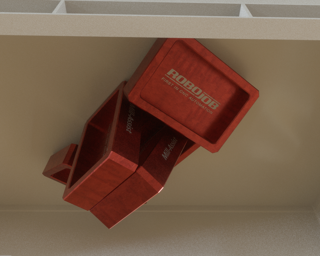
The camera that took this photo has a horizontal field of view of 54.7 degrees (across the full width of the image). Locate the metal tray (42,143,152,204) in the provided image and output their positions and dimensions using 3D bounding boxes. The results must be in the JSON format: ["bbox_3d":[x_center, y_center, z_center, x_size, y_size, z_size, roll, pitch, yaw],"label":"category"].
[{"bbox_3d":[-0.089,0.073,0.442,0.130,0.030,0.090,32,147,-25],"label":"metal tray"}]

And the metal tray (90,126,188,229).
[{"bbox_3d":[-0.018,0.048,0.363,0.030,0.131,0.090,45,119,-5],"label":"metal tray"}]

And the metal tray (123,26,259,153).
[{"bbox_3d":[0.037,-0.040,0.348,0.131,0.030,0.090,32,98,-24],"label":"metal tray"}]

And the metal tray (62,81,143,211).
[{"bbox_3d":[-0.060,0.015,0.349,0.030,0.130,0.090,33,123,-24],"label":"metal tray"}]

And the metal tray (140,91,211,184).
[{"bbox_3d":[-0.006,0.016,0.417,0.090,0.030,0.129,32,123,-25],"label":"metal tray"}]
